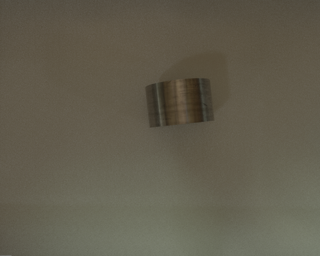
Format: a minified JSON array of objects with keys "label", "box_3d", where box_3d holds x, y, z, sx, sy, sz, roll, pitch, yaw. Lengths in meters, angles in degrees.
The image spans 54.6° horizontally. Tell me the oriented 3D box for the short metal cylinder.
[{"label":"short metal cylinder","box_3d":[0.024,-0.029,0.384,0.080,0.080,0.050,-6,90,0]}]
